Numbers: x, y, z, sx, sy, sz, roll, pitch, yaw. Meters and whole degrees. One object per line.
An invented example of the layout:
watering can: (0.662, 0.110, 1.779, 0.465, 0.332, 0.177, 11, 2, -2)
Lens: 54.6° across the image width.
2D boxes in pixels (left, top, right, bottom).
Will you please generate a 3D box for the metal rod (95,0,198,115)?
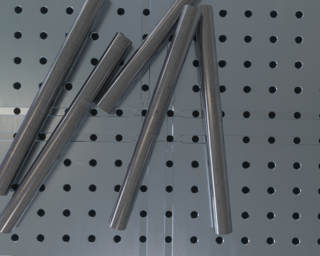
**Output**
metal rod: (0.015, -0.144, 0.413, 0.025, 0.025, 0.300, 37, 90, 0)

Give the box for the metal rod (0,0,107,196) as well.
metal rod: (-0.146, -0.049, 0.412, 0.025, 0.025, 0.299, 27, 90, 0)

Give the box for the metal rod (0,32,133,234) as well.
metal rod: (-0.128, 0.006, 0.412, 0.025, 0.025, 0.299, 33, 90, 0)

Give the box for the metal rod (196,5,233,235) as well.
metal rod: (0.071, -0.011, 0.413, 0.025, 0.025, 0.298, -5, 90, 0)

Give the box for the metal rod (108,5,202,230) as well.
metal rod: (-0.008, -0.010, 0.404, 0.025, 0.025, 0.299, 19, 94, 0)
